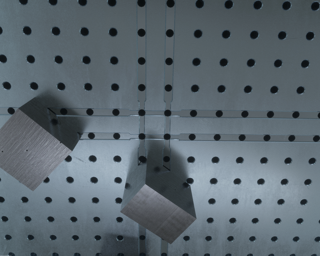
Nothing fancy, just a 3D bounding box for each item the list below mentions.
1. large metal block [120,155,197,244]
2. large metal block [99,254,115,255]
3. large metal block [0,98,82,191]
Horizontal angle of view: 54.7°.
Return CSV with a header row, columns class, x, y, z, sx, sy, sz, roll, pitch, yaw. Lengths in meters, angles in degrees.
class,x,y,z,sx,sy,sz,roll,pitch,yaw
large metal block,-0.002,0.094,0.419,0.080,0.080,0.050,37,106,-13
large metal block,-0.063,0.247,0.474,0.081,0.080,0.050,10,110,-4
large metal block,-0.165,0.021,0.406,0.080,0.050,0.080,42,104,-14
